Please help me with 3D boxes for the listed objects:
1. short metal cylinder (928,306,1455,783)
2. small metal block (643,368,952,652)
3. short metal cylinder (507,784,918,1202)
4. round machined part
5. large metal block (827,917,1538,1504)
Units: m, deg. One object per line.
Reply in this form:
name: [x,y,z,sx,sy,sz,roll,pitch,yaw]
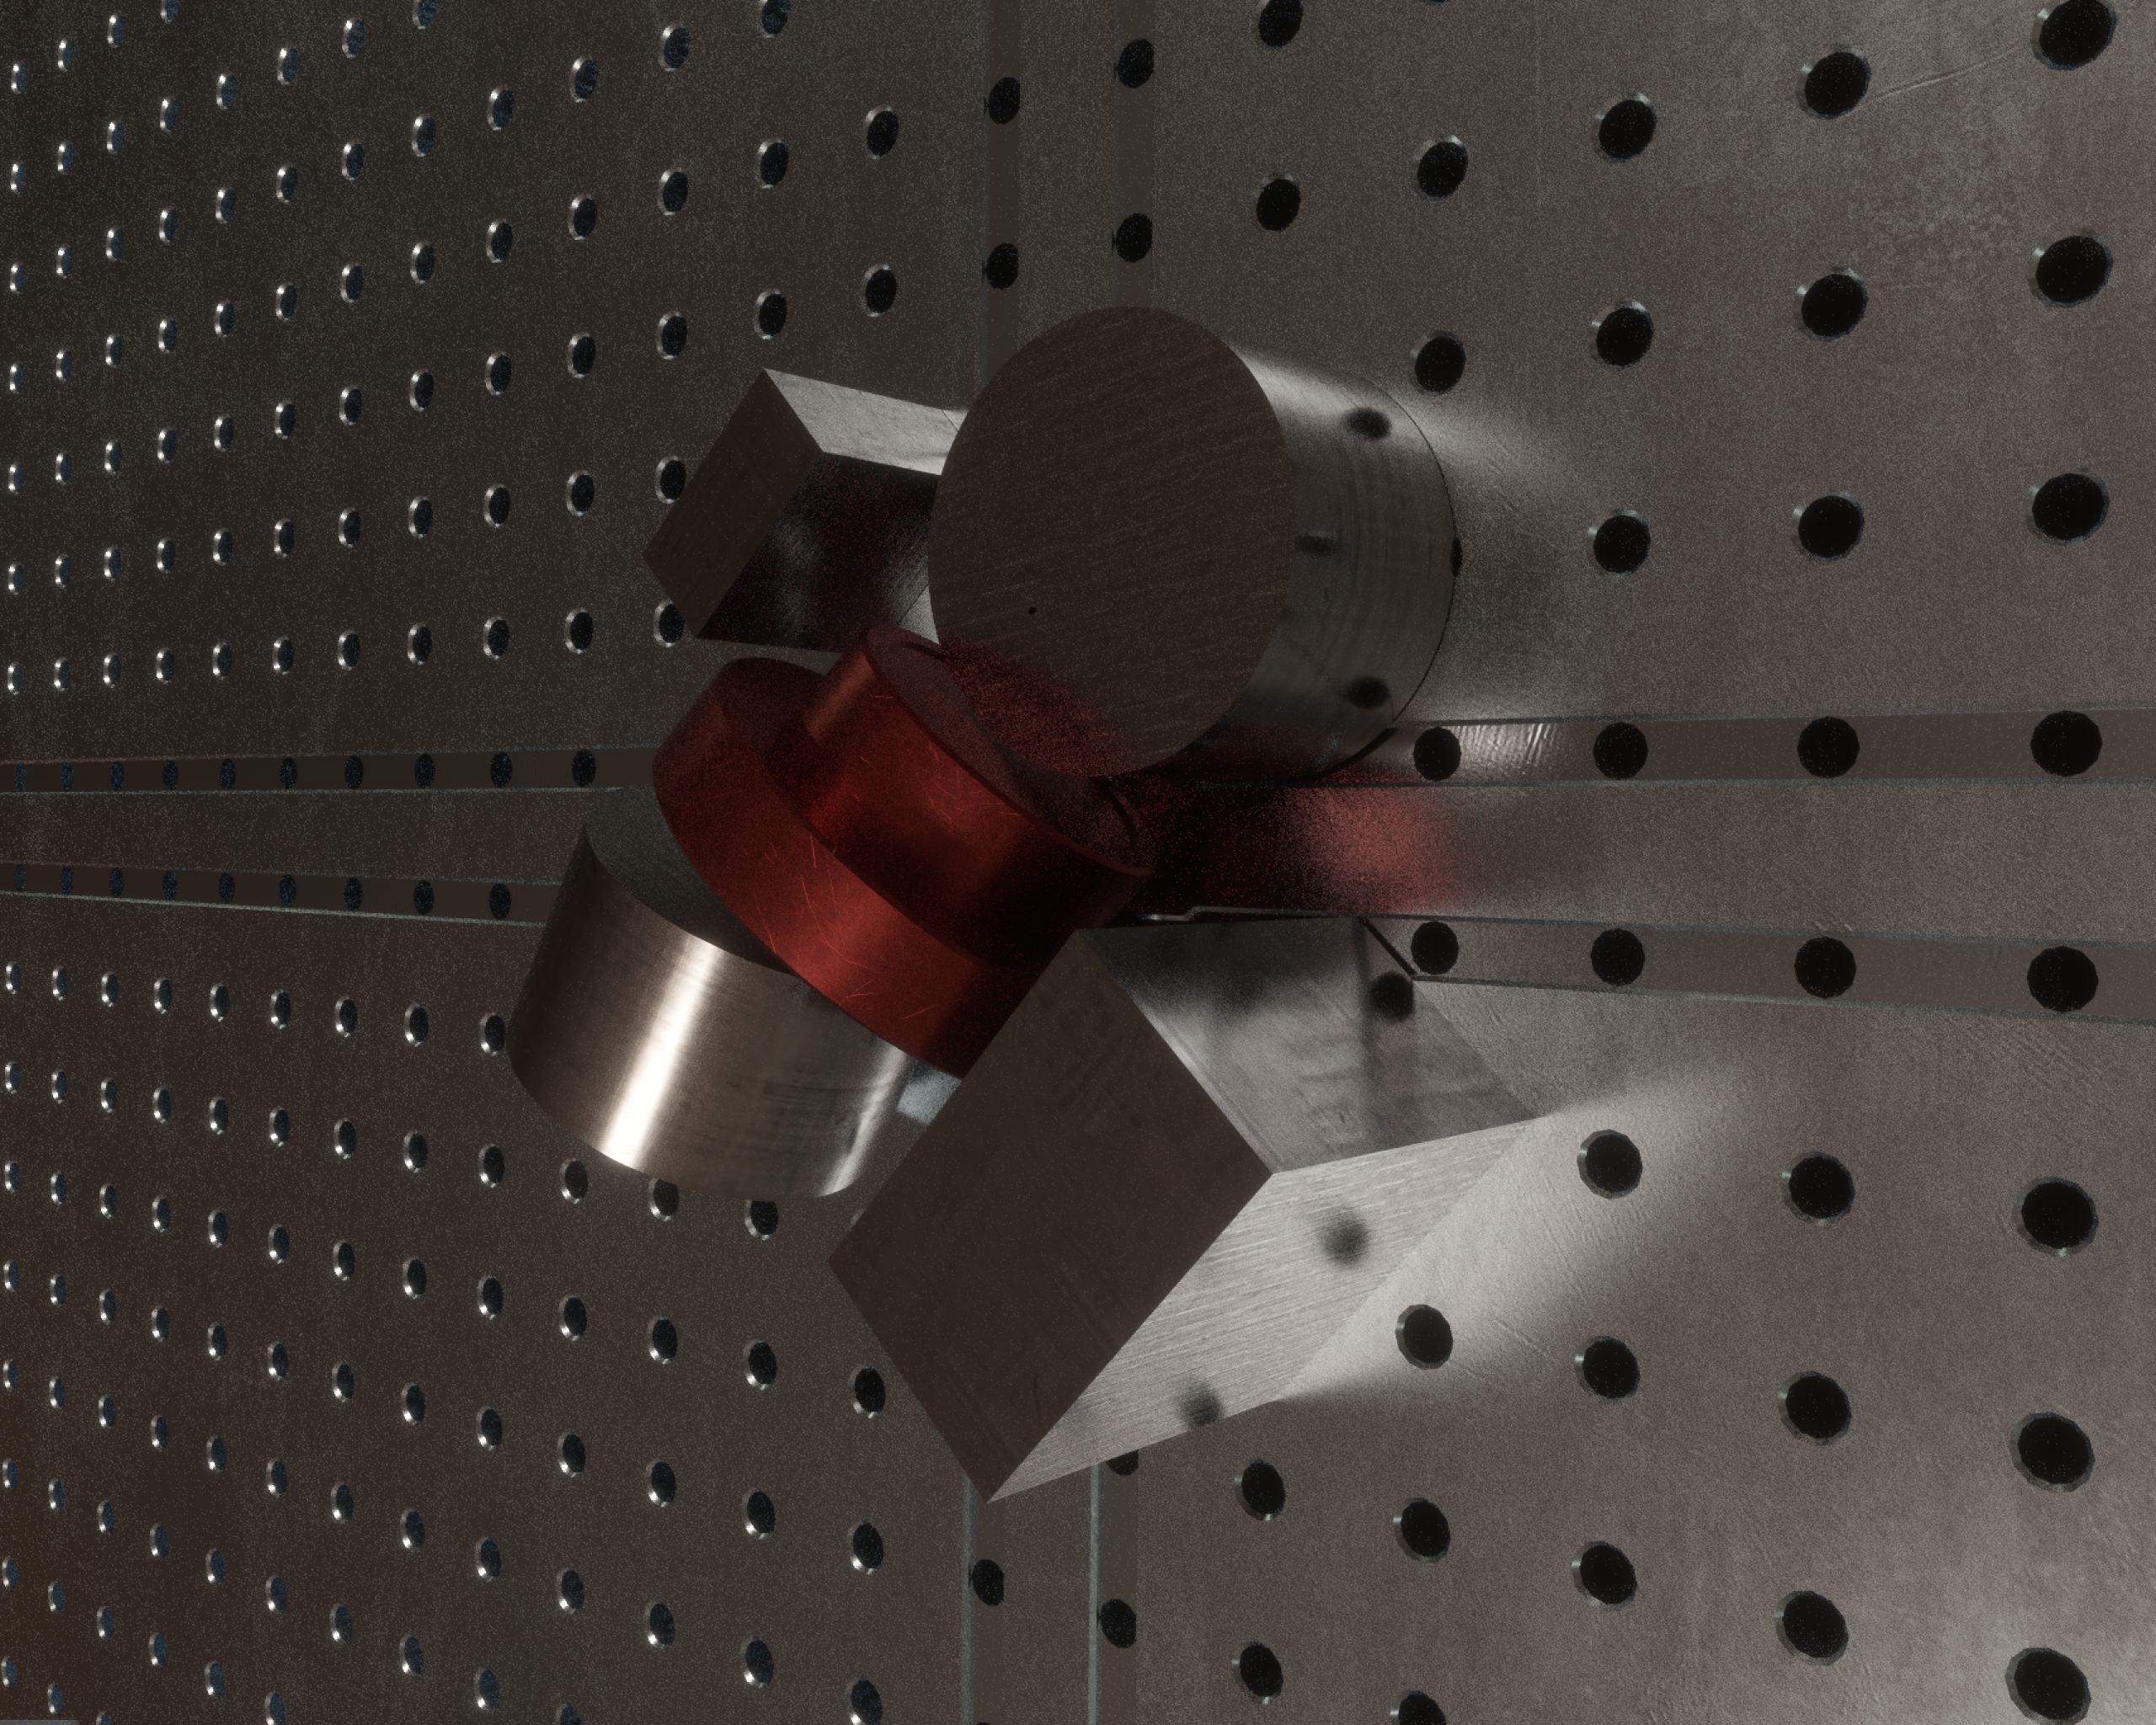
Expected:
short metal cylinder: [0.020,-0.055,0.375,0.080,0.050,0.079,0,90,39]
small metal block: [-0.053,-0.071,0.434,0.050,0.050,0.025,-49,61,28]
short metal cylinder: [-0.070,0.025,0.428,0.080,0.081,0.050,38,113,33]
round machined part: [-0.024,-0.006,0.380,0.042,0.098,0.098,-49,61,14]
large metal block: [0.018,0.056,0.357,0.050,0.081,0.080,51,120,27]
